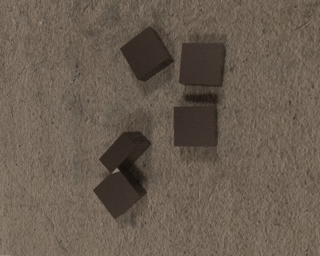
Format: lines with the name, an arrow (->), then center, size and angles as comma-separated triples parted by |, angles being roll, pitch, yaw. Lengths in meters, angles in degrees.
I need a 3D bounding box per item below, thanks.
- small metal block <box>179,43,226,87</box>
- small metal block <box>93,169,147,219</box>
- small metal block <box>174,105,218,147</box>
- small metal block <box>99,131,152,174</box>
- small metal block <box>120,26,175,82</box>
small metal block -> 0.054, -0.079, 0.390 | 0.050, 0.025, 0.050 | 6, 92, 19
small metal block -> -0.055, 0.088, 0.427 | 0.050, 0.025, 0.050 | -43, 77, 14
small metal block -> 0.045, -0.002, 0.392 | 0.050, 0.025, 0.050 | -1, 90, 19
small metal block -> -0.045, 0.031, 0.410 | 0.025, 0.050, 0.050 | 46, 104, 14
small metal block -> -0.017, -0.098, 0.414 | 0.050, 0.025, 0.050 | -33, 80, 16
